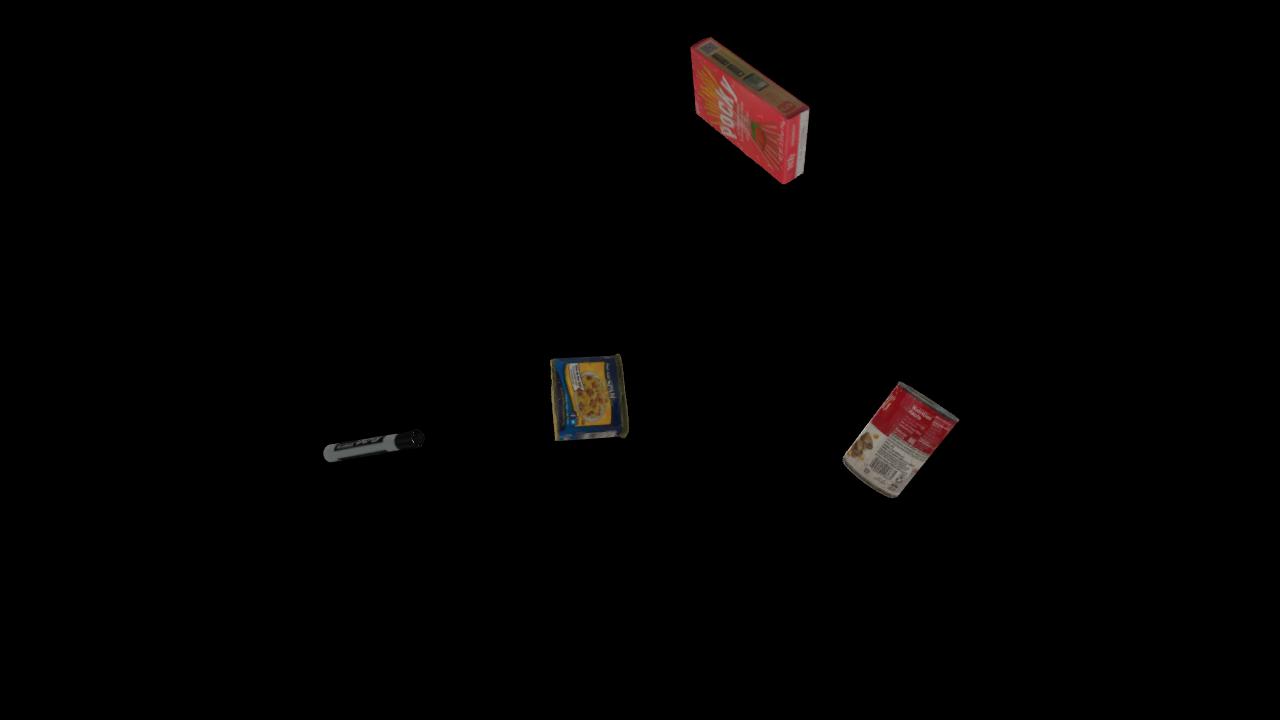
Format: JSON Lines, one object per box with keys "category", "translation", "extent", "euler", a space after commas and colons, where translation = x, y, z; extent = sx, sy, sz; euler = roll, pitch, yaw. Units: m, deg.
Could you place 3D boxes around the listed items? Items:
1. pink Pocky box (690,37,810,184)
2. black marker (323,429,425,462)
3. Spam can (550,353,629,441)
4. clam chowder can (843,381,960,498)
{"category": "pink Pocky box", "translation": [0.109, -0.255, 0.629], "extent": [0.029, 0.155, 0.084], "euler": [-33, -29, -10]}
{"category": "black marker", "translation": [-0.270, 0.087, 0.626], "extent": [0.121, 0.020, 0.020], "euler": [-11, -4, 20]}
{"category": "Spam can", "translation": [-0.063, 0.046, 0.741], "extent": [0.085, 0.101, 0.058], "euler": [-3, -21, -11]}
{"category": "clam chowder can", "translation": [0.265, 0.082, 0.632], "extent": [0.068, 0.102, 0.068], "euler": [29, 14, -8]}
